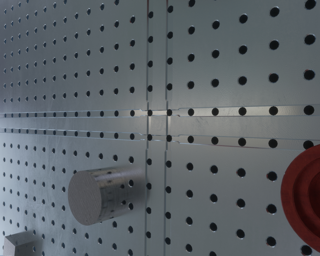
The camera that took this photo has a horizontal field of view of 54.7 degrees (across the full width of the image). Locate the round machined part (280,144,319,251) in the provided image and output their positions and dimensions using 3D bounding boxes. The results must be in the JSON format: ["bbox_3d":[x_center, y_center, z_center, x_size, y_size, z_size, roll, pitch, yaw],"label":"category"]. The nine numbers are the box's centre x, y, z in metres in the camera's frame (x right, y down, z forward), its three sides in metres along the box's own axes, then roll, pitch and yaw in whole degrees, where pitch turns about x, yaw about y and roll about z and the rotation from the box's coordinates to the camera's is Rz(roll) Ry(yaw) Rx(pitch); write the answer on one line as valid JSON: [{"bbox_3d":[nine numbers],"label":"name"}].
[{"bbox_3d":[0.160,0.059,0.266,0.098,0.042,0.097,0,90,40],"label":"round machined part"}]

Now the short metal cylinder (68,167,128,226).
[{"bbox_3d":[-0.095,0.102,0.472,0.080,0.050,0.080,0,90,40],"label":"short metal cylinder"}]

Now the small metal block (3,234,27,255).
[{"bbox_3d":[-0.314,0.265,0.670,0.050,0.025,0.050,14,99,39],"label":"small metal block"}]
